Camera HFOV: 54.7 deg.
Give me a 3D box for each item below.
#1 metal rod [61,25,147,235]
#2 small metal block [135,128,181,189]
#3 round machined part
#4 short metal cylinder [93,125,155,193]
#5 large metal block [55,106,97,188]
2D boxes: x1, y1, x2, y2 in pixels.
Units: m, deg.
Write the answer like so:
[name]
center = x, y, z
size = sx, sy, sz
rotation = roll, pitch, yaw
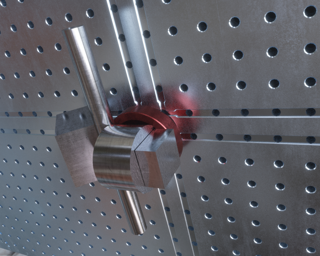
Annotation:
[metal rod]
center = -0.064, 0.021, 0.402
size = 0.025, 0.025, 0.298
rotation = 1, 119, 27
[small metal block]
center = -0.001, 0.034, 0.361
size = 0.025, 0.050, 0.050
rotation = 1, 119, 27
[round machined part]
center = -0.015, 0.013, 0.413
size = 0.098, 0.042, 0.097
rotation = 13, 124, 20
[short metal cylinder]
center = -0.036, 0.036, 0.376
size = 0.050, 0.080, 0.079
rotation = 1, 119, 27
[large metal block]
center = -0.108, 0.023, 0.437
size = 0.050, 0.080, 0.079
rotation = -18, 116, -9
